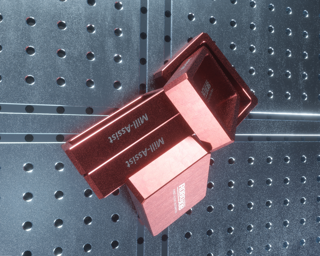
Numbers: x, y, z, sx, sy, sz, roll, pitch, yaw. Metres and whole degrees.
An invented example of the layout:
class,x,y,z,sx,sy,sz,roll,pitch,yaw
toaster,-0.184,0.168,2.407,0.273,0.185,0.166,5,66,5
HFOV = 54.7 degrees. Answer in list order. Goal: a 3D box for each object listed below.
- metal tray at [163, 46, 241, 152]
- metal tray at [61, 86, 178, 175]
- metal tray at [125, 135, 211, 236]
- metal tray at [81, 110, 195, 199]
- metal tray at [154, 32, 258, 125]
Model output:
class,x,y,z,sx,sy,sz,roll,pitch,yaw
metal tray,0.057,-0.041,0.375,0.090,0.030,0.130,52,30,-13
metal tray,-0.048,0.000,0.361,0.131,0.090,0.030,-34,102,-17
metal tray,0.014,0.074,0.370,0.090,0.129,0.030,-34,60,-17
metal tray,-0.031,0.025,0.366,0.131,0.090,0.030,-34,102,-17
metal tray,0.067,-0.054,0.435,0.090,0.030,0.130,-46,105,-15
